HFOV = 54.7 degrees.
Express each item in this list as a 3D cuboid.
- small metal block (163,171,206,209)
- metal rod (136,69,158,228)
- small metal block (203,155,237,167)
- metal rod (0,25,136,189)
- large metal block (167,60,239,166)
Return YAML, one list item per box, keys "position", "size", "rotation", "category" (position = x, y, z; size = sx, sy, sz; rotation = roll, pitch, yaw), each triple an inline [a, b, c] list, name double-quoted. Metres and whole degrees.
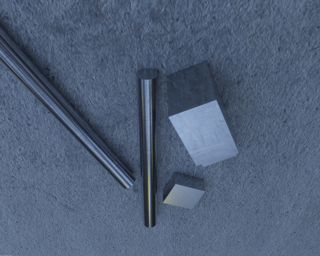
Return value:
- position: [0.037, 0.100, 0.493]
  size: [0.050, 0.025, 0.050]
  rotation: [17, 128, -14]
  category: "small metal block"
- position: [-0.016, 0.052, 0.450]
  size: [0.025, 0.025, 0.298]
  rotation: [0, 130, -1]
  category: "metal rod"
- position: [0.072, 0.022, 0.427]
  size: [0.050, 0.025, 0.050]
  rotation: [-22, 127, 17]
  category: "small metal block"
- position: [-0.118, -0.017, 0.390]
  size: [0.025, 0.025, 0.300]
  rotation: [-22, 127, 17]
  category: "metal rod"
- position: [0.048, -0.017, 0.357]
  size: [0.050, 0.080, 0.080]
  rotation: [-20, 128, 15]
  category: "large metal block"
